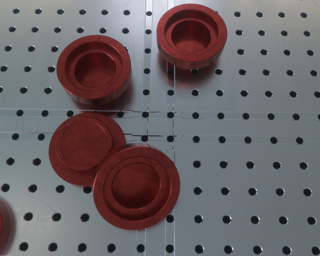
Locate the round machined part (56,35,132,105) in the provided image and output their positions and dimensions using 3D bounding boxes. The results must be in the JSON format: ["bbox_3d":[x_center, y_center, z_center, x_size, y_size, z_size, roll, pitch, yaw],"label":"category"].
[{"bbox_3d":[-0.088,-0.076,0.430,0.099,0.042,0.098,0,70,0],"label":"round machined part"}]

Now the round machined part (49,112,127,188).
[{"bbox_3d":[-0.092,0.024,0.393,0.099,0.042,0.098,0,70,0],"label":"round machined part"}]

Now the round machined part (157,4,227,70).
[{"bbox_3d":[0.044,-0.127,0.449,0.099,0.042,0.098,0,70,0],"label":"round machined part"}]

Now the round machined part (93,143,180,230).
[{"bbox_3d":[-0.029,0.065,0.364,0.099,0.042,0.097,-3,100,-14],"label":"round machined part"}]

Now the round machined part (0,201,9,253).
[{"bbox_3d":[-0.233,0.120,0.358,0.099,0.042,0.098,0,70,0],"label":"round machined part"}]
